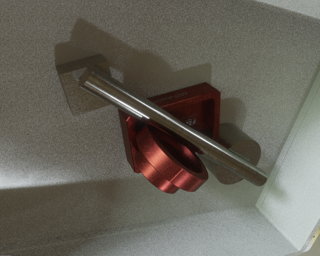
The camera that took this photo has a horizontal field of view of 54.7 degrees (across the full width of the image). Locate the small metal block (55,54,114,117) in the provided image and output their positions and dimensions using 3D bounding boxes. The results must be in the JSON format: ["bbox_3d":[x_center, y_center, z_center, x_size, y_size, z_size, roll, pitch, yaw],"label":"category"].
[{"bbox_3d":[-0.079,-0.047,0.336,0.050,0.025,0.050,-20,127,-17],"label":"small metal block"}]

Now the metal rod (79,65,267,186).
[{"bbox_3d":[0.038,0.012,0.384,0.301,0.025,0.025,30,102,-32],"label":"metal rod"}]

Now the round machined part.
[{"bbox_3d":[0.008,0.040,0.374,0.098,0.098,0.042,31,109,-38],"label":"round machined part"}]

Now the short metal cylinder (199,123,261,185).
[{"bbox_3d":[0.106,0.040,0.475,0.081,0.050,0.079,-14,125,-21],"label":"short metal cylinder"}]

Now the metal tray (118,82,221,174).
[{"bbox_3d":[0.017,-0.001,0.413,0.131,0.030,0.089,-18,126,-19],"label":"metal tray"}]
